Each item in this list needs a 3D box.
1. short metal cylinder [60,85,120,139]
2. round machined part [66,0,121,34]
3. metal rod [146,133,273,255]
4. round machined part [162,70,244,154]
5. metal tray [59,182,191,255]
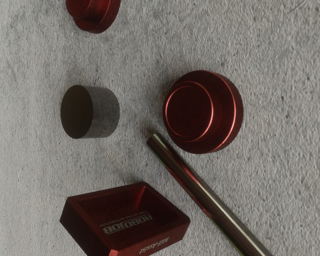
[{"bbox_3d":[-0.108,-0.024,0.475,0.080,0.050,0.079,0,90,39],"label":"short metal cylinder"},{"bbox_3d":[-0.109,-0.201,0.481,0.098,0.042,0.097,0,90,39],"label":"round machined part"},{"bbox_3d":[0.081,0.112,0.336,0.300,0.025,0.025,47,118,29],"label":"metal rod"},{"bbox_3d":[0.042,-0.018,0.358,0.098,0.042,0.097,0,90,39],"label":"round machined part"},{"bbox_3d":[-0.037,0.108,0.365,0.090,0.131,0.030,33,111,35],"label":"metal tray"}]
